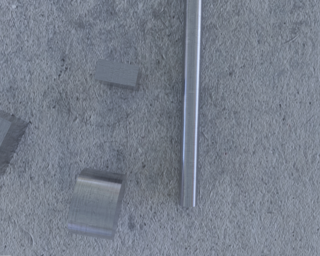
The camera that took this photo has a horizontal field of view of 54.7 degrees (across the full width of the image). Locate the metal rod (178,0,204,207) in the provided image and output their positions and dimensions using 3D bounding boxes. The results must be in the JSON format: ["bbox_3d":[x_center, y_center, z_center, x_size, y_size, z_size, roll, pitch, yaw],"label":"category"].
[{"bbox_3d":[0.041,-0.048,0.410,0.025,0.025,0.298,2,90,-1],"label":"metal rod"}]

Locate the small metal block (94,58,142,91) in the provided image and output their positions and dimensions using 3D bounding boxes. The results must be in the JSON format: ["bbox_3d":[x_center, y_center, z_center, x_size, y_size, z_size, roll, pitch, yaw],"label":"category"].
[{"bbox_3d":[-0.052,-0.067,0.397,0.050,0.050,0.025,11,90,-1],"label":"small metal block"}]

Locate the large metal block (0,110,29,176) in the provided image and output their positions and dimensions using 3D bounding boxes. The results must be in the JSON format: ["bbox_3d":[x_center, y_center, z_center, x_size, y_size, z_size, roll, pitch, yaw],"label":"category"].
[{"bbox_3d":[-0.231,0.012,0.394,0.080,0.050,0.080,26,90,-1],"label":"large metal block"}]

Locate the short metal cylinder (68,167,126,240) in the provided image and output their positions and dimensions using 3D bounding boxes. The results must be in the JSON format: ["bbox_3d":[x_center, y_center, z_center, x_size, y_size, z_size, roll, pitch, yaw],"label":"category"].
[{"bbox_3d":[-0.075,0.092,0.382,0.050,0.080,0.080,10,90,0],"label":"short metal cylinder"}]
